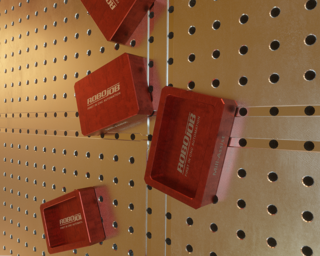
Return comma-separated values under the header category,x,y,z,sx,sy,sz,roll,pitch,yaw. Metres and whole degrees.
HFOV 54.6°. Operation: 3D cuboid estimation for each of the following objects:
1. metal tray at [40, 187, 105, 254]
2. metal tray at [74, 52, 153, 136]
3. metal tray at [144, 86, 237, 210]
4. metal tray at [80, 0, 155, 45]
category,x,y,z,sx,sy,sz,roll,pitch,yaw
metal tray,-0.155,0.161,0.535,0.130,0.030,0.090,-26,74,37
metal tray,-0.075,-0.046,0.469,0.130,0.030,0.090,-19,78,38
metal tray,0.033,0.020,0.379,0.090,0.030,0.129,19,102,38
metal tray,-0.072,-0.202,0.467,0.090,0.030,0.130,-48,62,29
